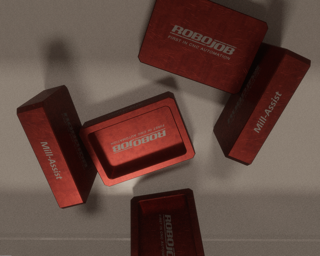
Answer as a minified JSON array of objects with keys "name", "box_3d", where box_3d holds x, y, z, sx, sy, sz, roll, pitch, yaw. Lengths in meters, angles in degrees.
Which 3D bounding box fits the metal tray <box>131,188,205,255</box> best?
[{"name":"metal tray","box_3d":[0.009,0.147,0.409,0.091,0.130,0.030,-9,133,3]}]

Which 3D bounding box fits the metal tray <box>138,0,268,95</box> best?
[{"name":"metal tray","box_3d":[0.049,-0.104,0.371,0.131,0.030,0.089,18,109,-7]}]

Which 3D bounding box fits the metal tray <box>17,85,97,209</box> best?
[{"name":"metal tray","box_3d":[-0.119,0.020,0.382,0.030,0.090,0.129,-15,110,5]}]

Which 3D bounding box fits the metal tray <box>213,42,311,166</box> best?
[{"name":"metal tray","box_3d":[0.112,-0.032,0.366,0.030,0.090,0.129,23,108,-8]}]

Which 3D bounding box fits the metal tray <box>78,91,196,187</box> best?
[{"name":"metal tray","box_3d":[-0.029,0.016,0.413,0.130,0.030,0.090,-20,109,6]}]
